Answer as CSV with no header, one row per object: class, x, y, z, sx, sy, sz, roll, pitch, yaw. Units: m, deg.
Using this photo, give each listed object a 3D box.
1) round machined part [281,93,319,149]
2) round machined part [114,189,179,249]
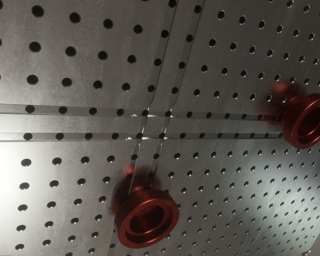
round machined part,0.248,-0.016,0.529,0.099,0.042,0.097,-14,125,-21
round machined part,-0.023,0.132,0.471,0.099,0.042,0.097,-14,125,-21
